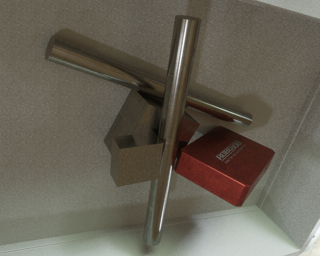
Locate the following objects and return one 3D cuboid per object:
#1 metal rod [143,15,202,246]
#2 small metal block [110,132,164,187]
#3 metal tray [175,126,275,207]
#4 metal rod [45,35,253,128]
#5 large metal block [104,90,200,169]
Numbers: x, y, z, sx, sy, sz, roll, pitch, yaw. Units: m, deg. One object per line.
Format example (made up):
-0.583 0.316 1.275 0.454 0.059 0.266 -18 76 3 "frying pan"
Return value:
0.008 0.025 0.364 0.025 0.025 0.298 -6 121 -26 "metal rod"
-0.027 0.035 0.350 0.050 0.025 0.050 -7 121 -26 "small metal block"
0.089 0.043 0.408 0.131 0.090 0.030 -25 136 -55 "metal tray"
0.012 -0.045 0.388 0.302 0.025 0.025 15 110 -35 "metal rod"
-0.011 0.006 0.390 0.080 0.050 0.080 19 108 -36 "large metal block"
